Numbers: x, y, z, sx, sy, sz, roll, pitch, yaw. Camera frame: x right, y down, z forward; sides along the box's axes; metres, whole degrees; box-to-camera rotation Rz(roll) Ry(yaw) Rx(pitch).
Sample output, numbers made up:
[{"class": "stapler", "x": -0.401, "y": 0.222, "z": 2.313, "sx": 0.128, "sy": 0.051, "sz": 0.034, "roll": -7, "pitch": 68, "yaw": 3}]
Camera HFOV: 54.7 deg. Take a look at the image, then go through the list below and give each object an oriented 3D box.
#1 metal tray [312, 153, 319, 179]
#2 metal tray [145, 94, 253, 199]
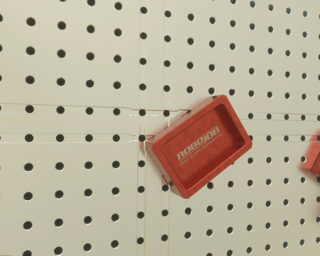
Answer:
[{"class": "metal tray", "x": 0.333, "y": 0.072, "z": 0.535, "sx": 0.130, "sy": 0.030, "sz": 0.090, "roll": 36, "pitch": 78, "yaw": -17}, {"class": "metal tray", "x": 0.057, "y": 0.024, "z": 0.432, "sx": 0.131, "sy": 0.030, "sz": 0.090, "roll": -35, "pitch": 102, "yaw": -17}]
